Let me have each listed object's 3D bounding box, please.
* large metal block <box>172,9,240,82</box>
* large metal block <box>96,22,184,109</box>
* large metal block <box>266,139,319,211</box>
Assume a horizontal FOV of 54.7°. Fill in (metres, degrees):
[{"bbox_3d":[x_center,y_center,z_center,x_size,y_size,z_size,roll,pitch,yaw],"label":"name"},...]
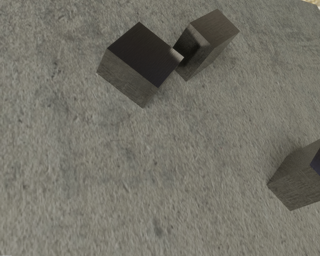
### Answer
[{"bbox_3d":[0.065,-0.129,0.485,0.050,0.080,0.080,47,51,4],"label":"large metal block"},{"bbox_3d":[-0.026,-0.087,0.428,0.080,0.050,0.080,38,51,-3],"label":"large metal block"},{"bbox_3d":[0.215,0.065,0.447,0.050,0.080,0.081,49,51,5],"label":"large metal block"}]
